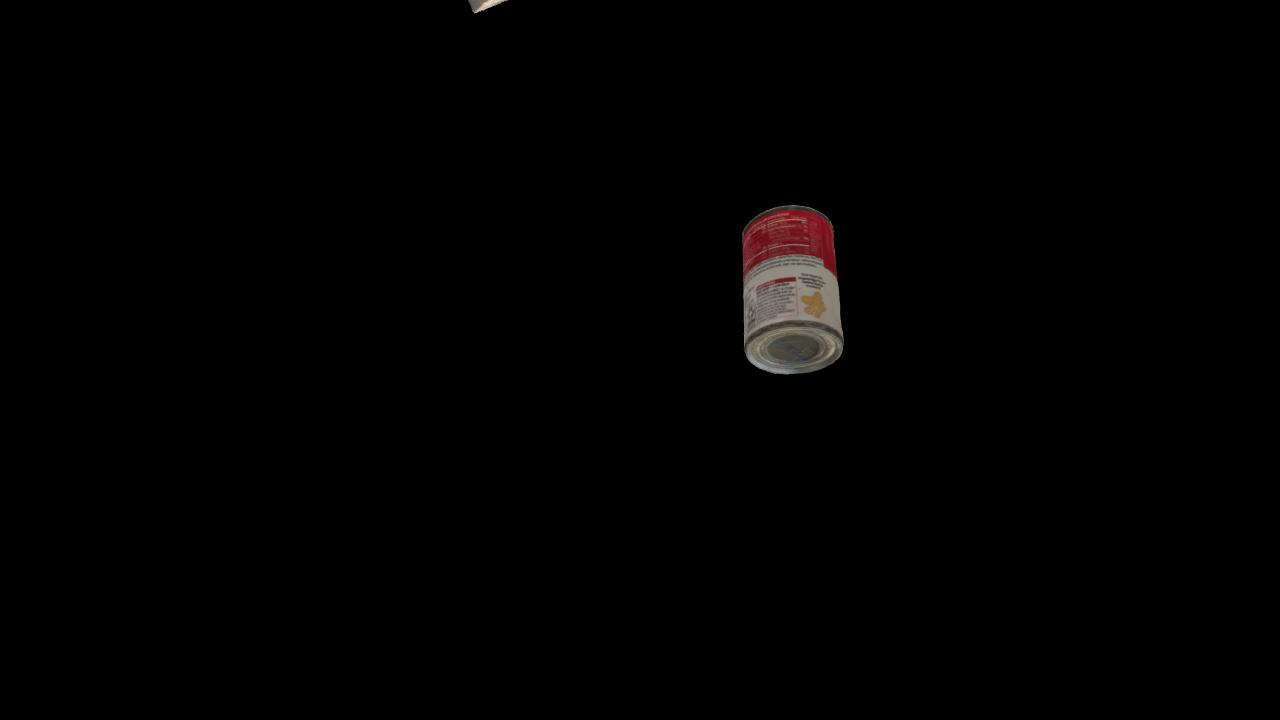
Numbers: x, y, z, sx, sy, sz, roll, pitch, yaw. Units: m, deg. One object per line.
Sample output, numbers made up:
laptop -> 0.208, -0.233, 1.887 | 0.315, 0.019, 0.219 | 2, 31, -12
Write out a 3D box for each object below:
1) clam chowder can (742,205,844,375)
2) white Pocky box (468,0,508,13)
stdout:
clam chowder can -> 0.107, -0.049, 0.438 | 0.068, 0.102, 0.068 | 4, -29, 2
white Pocky box -> -0.077, -0.297, 0.454 | 0.084, 0.028, 0.154 | -30, 28, -15
